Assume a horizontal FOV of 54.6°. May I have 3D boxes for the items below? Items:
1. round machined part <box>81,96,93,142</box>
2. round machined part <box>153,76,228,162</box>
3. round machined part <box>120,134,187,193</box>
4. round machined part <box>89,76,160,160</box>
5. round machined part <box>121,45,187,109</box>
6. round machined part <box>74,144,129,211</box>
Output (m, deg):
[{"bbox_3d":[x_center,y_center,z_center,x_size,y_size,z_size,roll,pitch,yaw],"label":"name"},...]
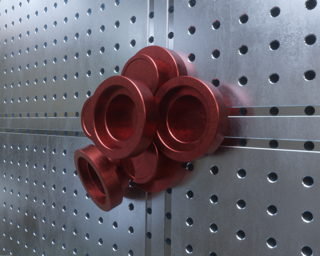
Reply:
[{"bbox_3d":[-0.082,-0.015,0.467,0.098,0.042,0.097,0,90,40],"label":"round machined part"},{"bbox_3d":[0.037,-0.011,0.368,0.098,0.042,0.097,0,90,40],"label":"round machined part"},{"bbox_3d":[-0.015,0.037,0.412,0.098,0.042,0.097,0,90,40],"label":"round machined part"},{"bbox_3d":[-0.040,-0.012,0.376,0.098,0.042,0.097,0,90,40],"label":"round machined part"},{"bbox_3d":[-0.015,-0.061,0.412,0.098,0.042,0.097,0,90,40],"label":"round machined part"},{"bbox_3d":[-0.081,0.067,0.450,0.098,0.042,0.097,34,137,38],"label":"round machined part"}]
